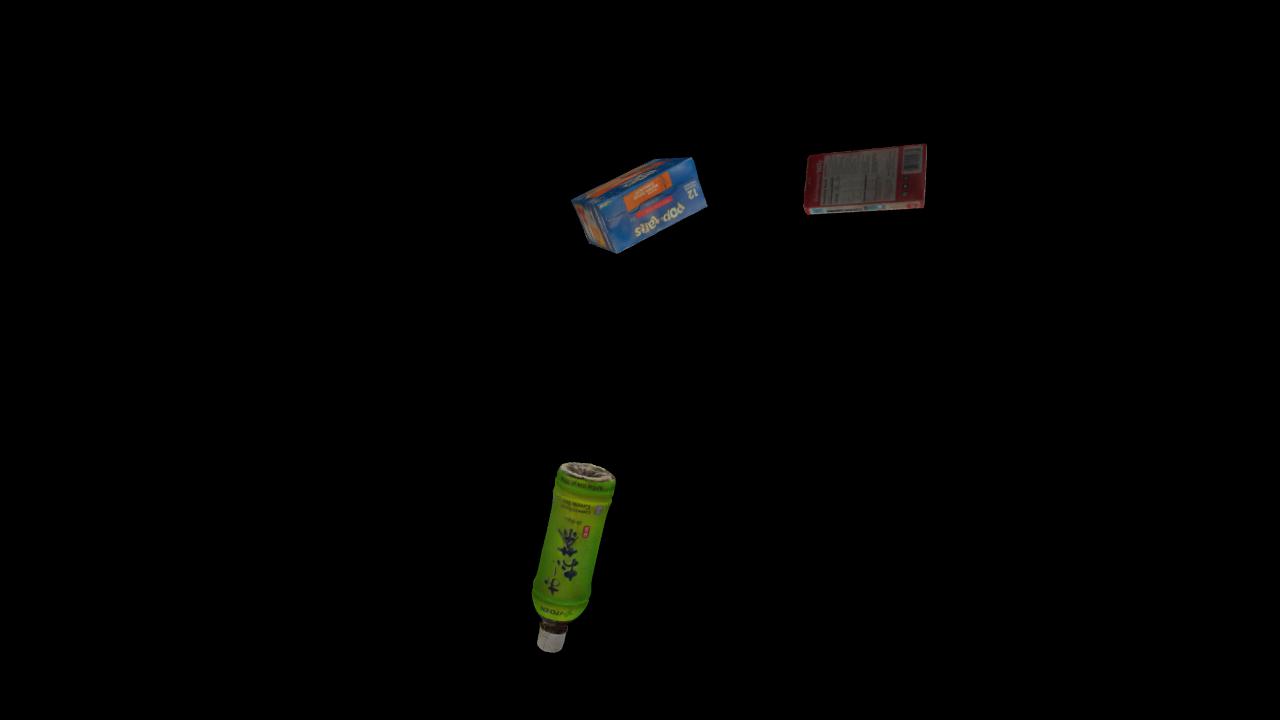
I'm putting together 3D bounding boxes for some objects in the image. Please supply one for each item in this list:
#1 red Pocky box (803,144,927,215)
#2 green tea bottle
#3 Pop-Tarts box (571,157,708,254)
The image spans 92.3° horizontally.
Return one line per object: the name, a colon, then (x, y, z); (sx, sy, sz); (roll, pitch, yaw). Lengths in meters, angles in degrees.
red Pocky box: (0.306, -0.245, 0.841); (0.155, 0.083, 0.028); (3, -9, 26)
green tea bottle: (-0.081, 0.228, 0.705); (0.073, 0.212, 0.073); (11, 2, 0)
Pop-Tarts box: (-0.004, -0.248, 0.972); (0.167, 0.083, 0.141); (-30, 26, -11)
